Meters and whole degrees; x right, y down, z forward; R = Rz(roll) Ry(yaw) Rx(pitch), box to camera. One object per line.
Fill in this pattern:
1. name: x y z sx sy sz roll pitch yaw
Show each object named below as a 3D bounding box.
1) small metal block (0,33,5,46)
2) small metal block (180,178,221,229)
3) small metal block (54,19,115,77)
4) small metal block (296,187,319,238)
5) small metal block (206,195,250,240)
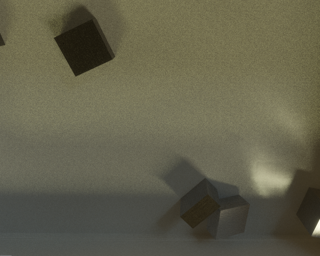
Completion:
1. small metal block: -0.222 -0.115 0.366 0.050 0.025 0.050 -14 110 4
2. small metal block: 0.056 0.105 0.436 0.050 0.050 0.025 -43 99 14
3. small metal block: -0.090 -0.097 0.374 0.050 0.025 0.050 -23 109 8
4. small metal block: 0.228 0.122 0.446 0.025 0.050 0.050 13 110 -5
5. small metal block: 0.099 0.130 0.451 0.050 0.025 0.050 -5 113 -24
